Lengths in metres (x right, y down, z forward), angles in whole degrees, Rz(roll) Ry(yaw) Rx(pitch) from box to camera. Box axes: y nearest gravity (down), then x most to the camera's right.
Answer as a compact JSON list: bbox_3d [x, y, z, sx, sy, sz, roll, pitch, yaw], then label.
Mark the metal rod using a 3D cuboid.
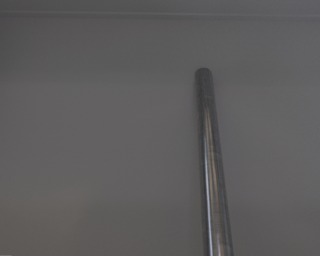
[{"bbox_3d":[0.054,0.030,0.333,0.025,0.025,0.300,3,45,1],"label":"metal rod"}]
